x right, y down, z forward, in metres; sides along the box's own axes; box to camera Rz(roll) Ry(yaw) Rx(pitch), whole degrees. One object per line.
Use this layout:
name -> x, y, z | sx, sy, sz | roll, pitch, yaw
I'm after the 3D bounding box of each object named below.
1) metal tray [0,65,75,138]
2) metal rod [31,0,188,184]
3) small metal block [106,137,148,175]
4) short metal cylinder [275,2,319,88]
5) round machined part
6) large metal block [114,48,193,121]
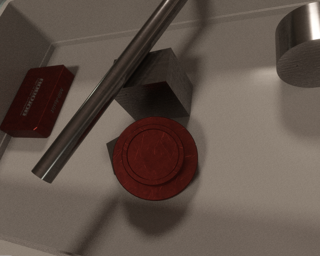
metal tray -> -0.212, -0.047, 0.540 | 0.090, 0.030, 0.130 | 0, 62, 28
metal rod -> -0.045, -0.067, 0.366 | 0.025, 0.025, 0.300 | 26, 76, 36
small metal block -> -0.037, 0.033, 0.404 | 0.050, 0.025, 0.050 | -29, 52, 9
short metal cylinder -> 0.168, -0.087, 0.336 | 0.080, 0.080, 0.050 | -5, 60, 25
round machined part -> -0.006, 0.033, 0.353 | 0.099, 0.042, 0.098 | -1, 75, 4
large metal block -> -0.010, -0.052, 0.406 | 0.080, 0.080, 0.050 | -6, 59, 25
